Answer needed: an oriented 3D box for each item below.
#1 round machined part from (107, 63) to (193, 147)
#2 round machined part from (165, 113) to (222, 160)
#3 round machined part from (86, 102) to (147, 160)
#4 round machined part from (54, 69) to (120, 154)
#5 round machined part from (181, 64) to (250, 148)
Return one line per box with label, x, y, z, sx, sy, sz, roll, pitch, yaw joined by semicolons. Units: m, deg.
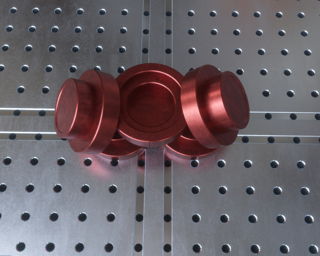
round machined part;-0.010;-0.024;0.365;0.099;0.042;0.098;0;70;-1
round machined part;0.043;-0.010;0.407;0.099;0.042;0.098;0;70;-1
round machined part;-0.055;-0.010;0.405;0.099;0.042;0.098;0;70;-1
round machined part;-0.089;-0.020;0.355;0.042;0.098;0.098;10;65;-37
round machined part;0.070;-0.028;0.359;0.042;0.098;0.098;-16;65;37
